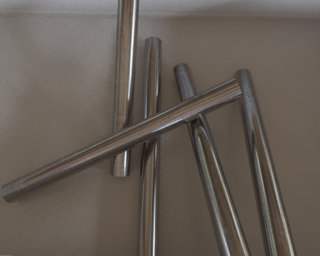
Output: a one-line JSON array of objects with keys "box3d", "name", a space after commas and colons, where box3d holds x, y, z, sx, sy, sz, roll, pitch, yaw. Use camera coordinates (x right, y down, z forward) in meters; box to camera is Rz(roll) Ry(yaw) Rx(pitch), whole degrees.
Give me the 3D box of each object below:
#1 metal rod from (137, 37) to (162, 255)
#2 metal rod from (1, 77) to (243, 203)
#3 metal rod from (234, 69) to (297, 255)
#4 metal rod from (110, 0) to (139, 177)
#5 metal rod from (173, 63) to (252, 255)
[{"box3d": [-0.012, 0.014, 0.404, 0.025, 0.025, 0.299, 1, 70, 0], "name": "metal rod"}, {"box3d": [-0.050, 0.018, 0.360, 0.301, 0.025, 0.025, -25, 72, 7], "name": "metal rod"}, {"box3d": [0.108, 0.031, 0.333, 0.025, 0.025, 0.300, 4, 45, 1], "name": "metal rod"}, {"box3d": [-0.041, -0.090, 0.375, 0.025, 0.025, 0.298, 4, 96, 1], "name": "metal rod"}, {"box3d": [0.049, 0.024, 0.337, 0.025, 0.025, 0.300, -7, 46, -3], "name": "metal rod"}]
